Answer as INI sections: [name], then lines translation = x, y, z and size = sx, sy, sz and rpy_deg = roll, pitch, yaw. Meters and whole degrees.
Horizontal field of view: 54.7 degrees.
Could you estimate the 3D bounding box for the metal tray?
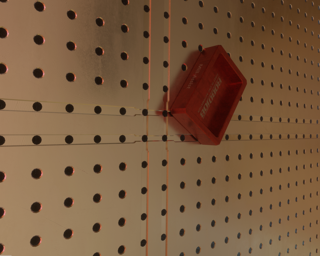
[metal tray]
translation = 0.079, -0.050, 0.474
size = 0.090, 0.030, 0.130
rpy_deg = 43, 64, -32
